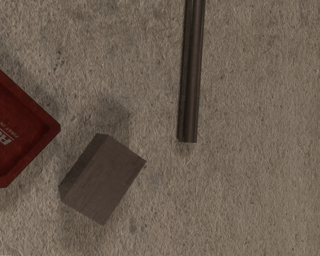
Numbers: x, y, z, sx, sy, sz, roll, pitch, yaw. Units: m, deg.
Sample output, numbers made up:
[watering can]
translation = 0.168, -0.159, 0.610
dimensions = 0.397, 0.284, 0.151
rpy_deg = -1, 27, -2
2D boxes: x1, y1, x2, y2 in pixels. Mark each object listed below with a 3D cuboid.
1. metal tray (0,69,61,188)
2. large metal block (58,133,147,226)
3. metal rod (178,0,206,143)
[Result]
[metal tray]
translation = -0.183, -0.012, 0.320
dimensions = 0.130, 0.030, 0.090
rpy_deg = 48, 66, -24
[large metal block]
translation = -0.069, 0.054, 0.355
dimensions = 0.050, 0.080, 0.080
rpy_deg = 37, 78, -17
[metal rod]
translation = 0.048, -0.129, 0.427
dimensions = 0.025, 0.025, 0.298
rpy_deg = 4, 89, -20
